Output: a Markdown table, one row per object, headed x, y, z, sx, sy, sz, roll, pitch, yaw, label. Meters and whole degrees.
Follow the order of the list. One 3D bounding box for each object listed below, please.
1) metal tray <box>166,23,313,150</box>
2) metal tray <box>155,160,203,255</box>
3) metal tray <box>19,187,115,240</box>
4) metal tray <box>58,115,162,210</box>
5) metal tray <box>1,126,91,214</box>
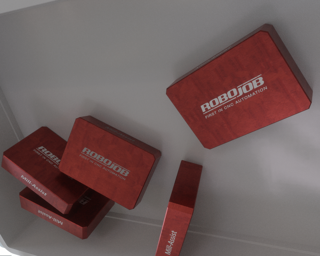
| x | y | z | sx | sy | sz | roll | pitch | yaw | label |
| --- | --- | --- | --- | --- | --- | --- | --- | --- | --- |
| 0.082 | -0.039 | 0.338 | 0.130 | 0.030 | 0.090 | -28 | 103 | 37 | metal tray |
| 0.024 | 0.120 | 0.423 | 0.030 | 0.090 | 0.129 | 15 | 124 | 6 | metal tray |
| -0.153 | 0.119 | 0.520 | 0.130 | 0.090 | 0.030 | 21 | 126 | 15 | metal tray |
| -0.075 | 0.048 | 0.452 | 0.130 | 0.030 | 0.089 | 26 | 103 | 12 | metal tray |
| -0.168 | 0.063 | 0.494 | 0.130 | 0.090 | 0.030 | 36 | 129 | 4 | metal tray |
